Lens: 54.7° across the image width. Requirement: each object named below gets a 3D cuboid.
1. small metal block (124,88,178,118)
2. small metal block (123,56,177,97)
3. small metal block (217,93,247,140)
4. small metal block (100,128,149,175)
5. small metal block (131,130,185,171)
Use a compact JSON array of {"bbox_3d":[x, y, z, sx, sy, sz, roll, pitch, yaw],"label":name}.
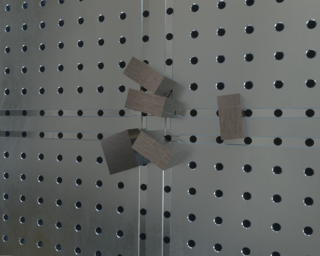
[{"bbox_3d":[-0.010,-0.032,0.402,0.050,0.050,0.025,16,96,19],"label":"small metal block"},{"bbox_3d":[-0.012,-0.065,0.403,0.050,0.050,0.025,35,101,16],"label":"small metal block"},{"bbox_3d":[0.087,-0.012,0.368,0.025,0.050,0.050,-6,88,20],"label":"small metal block"},{"bbox_3d":[-0.049,0.032,0.424,0.050,0.025,0.050,-21,83,30],"label":"small metal block"},{"bbox_3d":[-0.001,0.027,0.399,0.050,0.050,0.025,34,101,16],"label":"small metal block"}]
